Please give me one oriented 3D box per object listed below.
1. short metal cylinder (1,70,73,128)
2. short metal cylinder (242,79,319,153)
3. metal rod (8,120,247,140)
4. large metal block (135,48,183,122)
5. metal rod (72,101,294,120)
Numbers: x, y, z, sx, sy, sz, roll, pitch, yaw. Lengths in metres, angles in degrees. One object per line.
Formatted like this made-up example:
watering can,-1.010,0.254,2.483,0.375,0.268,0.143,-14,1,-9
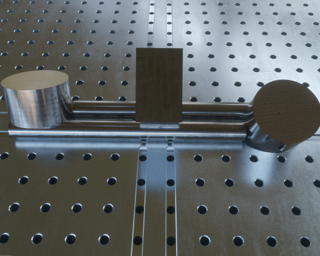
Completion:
short metal cylinder,-0.158,-0.040,0.405,0.081,0.050,0.080,0,27,0
short metal cylinder,0.149,-0.013,0.386,0.081,0.050,0.080,0,72,0
metal rod,-0.041,0.002,0.404,0.302,0.025,0.025,1,50,0
large metal block,0.000,-0.048,0.373,0.050,0.080,0.079,1,92,0
metal rod,0.033,-0.024,0.427,0.302,0.025,0.025,1,50,0
